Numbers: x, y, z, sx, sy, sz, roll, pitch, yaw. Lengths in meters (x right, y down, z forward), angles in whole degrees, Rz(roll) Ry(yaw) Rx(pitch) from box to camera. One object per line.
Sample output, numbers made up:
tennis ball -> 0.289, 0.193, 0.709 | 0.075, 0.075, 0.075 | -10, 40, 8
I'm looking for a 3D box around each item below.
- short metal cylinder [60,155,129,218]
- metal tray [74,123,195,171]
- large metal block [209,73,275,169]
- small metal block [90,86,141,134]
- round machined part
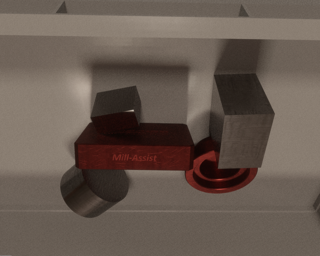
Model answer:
short metal cylinder -> -0.092, 0.079, 0.439 | 0.080, 0.080, 0.050 | 36, 121, -27
metal tray -> -0.028, 0.020, 0.379 | 0.131, 0.090, 0.030 | 1, 106, -2
large metal block -> 0.091, -0.009, 0.367 | 0.050, 0.080, 0.079 | -2, 130, 1
small metal block -> -0.051, -0.023, 0.373 | 0.050, 0.050, 0.025 | -10, 129, 7
round machined part -> 0.083, 0.047, 0.437 | 0.099, 0.042, 0.097 | 0, 134, 0
